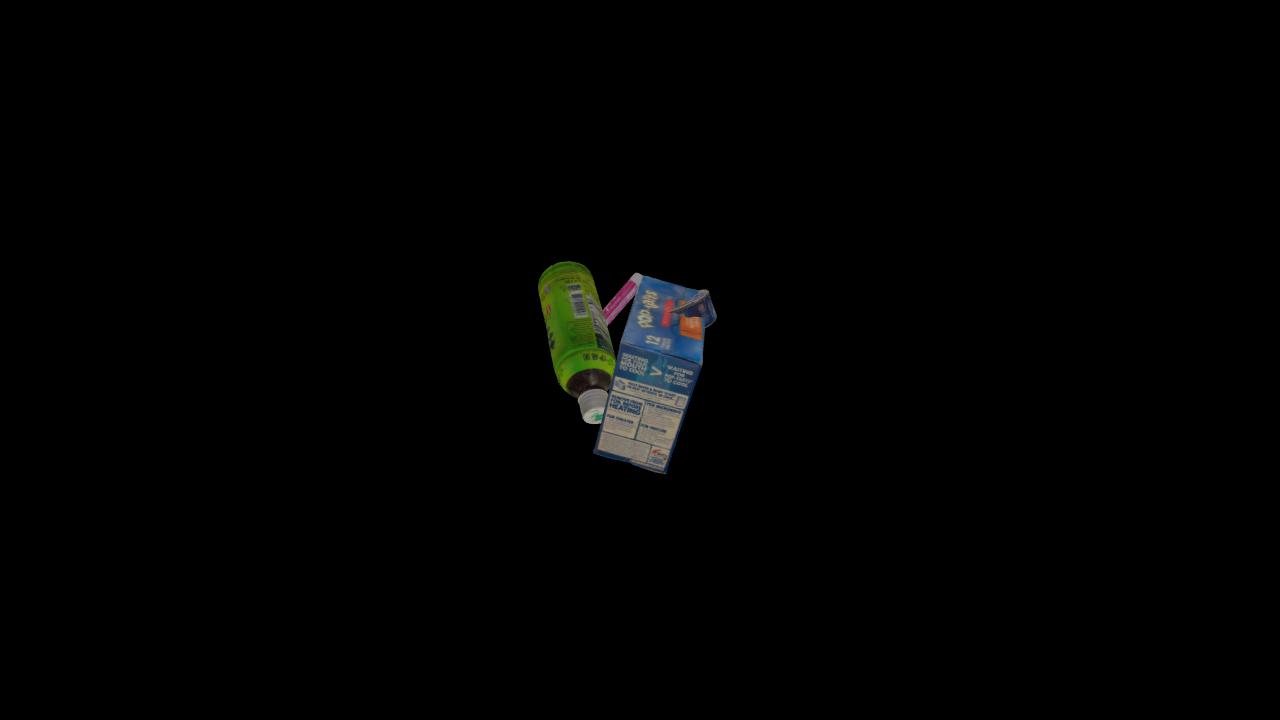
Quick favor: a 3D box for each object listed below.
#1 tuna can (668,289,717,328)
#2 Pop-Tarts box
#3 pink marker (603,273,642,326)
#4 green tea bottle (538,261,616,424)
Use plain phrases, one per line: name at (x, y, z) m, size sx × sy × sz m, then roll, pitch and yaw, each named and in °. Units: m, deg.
tuna can at (0.042, -0.047, 0.678) m, size 0.084 × 0.034 × 0.084 m, roll -21°, pitch 12°, yaw 5°
Pop-Tarts box at (0.015, 0.010, 0.668) m, size 0.083 × 0.141 × 0.167 m, roll 14°, pitch 30°, yaw 0°
pink marker at (-0.035, -0.060, 0.751) m, size 0.020 × 0.121 × 0.020 m, roll 32°, pitch -24°, yaw 16°
green tea bottle at (-0.068, -0.021, 0.697) m, size 0.073 × 0.212 × 0.073 m, roll -10°, pitch -41°, yaw -9°
